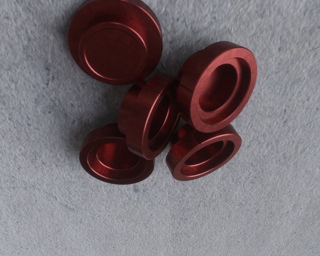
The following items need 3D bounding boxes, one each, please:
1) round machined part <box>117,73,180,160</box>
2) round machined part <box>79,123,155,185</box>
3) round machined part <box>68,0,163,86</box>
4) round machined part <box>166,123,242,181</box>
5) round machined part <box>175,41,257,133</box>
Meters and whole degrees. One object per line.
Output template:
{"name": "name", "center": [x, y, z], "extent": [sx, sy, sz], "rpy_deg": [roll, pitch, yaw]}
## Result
{"name": "round machined part", "center": [-0.012, -0.017, 0.355], "extent": [0.042, 0.098, 0.097], "rpy_deg": [22, 133, 20]}
{"name": "round machined part", "center": [-0.055, 0.031, 0.418], "extent": [0.099, 0.042, 0.097], "rpy_deg": [2, 134, 2]}
{"name": "round machined part", "center": [-0.047, -0.085, 0.323], "extent": [0.099, 0.042, 0.097], "rpy_deg": [0, 130, 0]}
{"name": "round machined part", "center": [0.052, 0.024, 0.400], "extent": [0.099, 0.042, 0.098], "rpy_deg": [-20, 147, -13]}
{"name": "round machined part", "center": [0.056, -0.047, 0.337], "extent": [0.099, 0.042, 0.097], "rpy_deg": [-24, 132, -28]}
